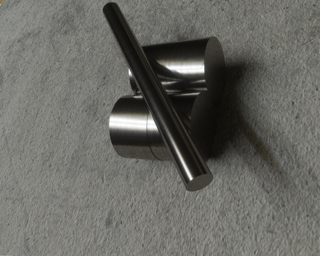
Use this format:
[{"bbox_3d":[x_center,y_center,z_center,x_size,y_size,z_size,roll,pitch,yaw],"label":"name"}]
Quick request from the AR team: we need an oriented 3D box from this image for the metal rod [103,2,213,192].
[{"bbox_3d":[-0.018,-0.061,0.349,0.025,0.025,0.300,-32,52,8],"label":"metal rod"}]

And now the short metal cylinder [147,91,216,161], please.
[{"bbox_3d":[0.028,-0.001,0.357,0.050,0.080,0.080,1,62,29],"label":"short metal cylinder"}]

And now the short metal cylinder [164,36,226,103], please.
[{"bbox_3d":[0.046,-0.071,0.390,0.050,0.080,0.080,1,62,29],"label":"short metal cylinder"}]

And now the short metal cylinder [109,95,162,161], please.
[{"bbox_3d":[-0.017,-0.001,0.380,0.050,0.080,0.080,1,62,29],"label":"short metal cylinder"}]

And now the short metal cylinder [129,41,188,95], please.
[{"bbox_3d":[0.002,-0.072,0.414,0.050,0.080,0.080,1,62,29],"label":"short metal cylinder"}]
